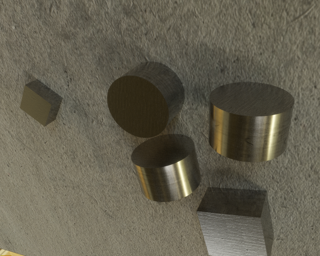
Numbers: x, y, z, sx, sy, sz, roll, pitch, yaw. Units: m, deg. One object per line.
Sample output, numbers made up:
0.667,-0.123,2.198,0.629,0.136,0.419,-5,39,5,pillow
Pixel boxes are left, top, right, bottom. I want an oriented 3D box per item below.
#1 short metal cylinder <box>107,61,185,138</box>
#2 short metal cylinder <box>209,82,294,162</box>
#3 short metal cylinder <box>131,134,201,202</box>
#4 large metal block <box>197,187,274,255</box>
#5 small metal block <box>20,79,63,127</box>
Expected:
-0.016,-0.035,0.378,0.080,0.050,0.079,13,124,21,short metal cylinder
0.091,-0.009,0.318,0.080,0.080,0.050,10,123,23,short metal cylinder
0.009,0.049,0.397,0.080,0.080,0.050,0,118,28,short metal cylinder
0.103,0.129,0.416,0.080,0.050,0.080,-2,117,29,large metal block
-0.185,-0.039,0.480,0.050,0.025,0.050,36,129,3,small metal block
